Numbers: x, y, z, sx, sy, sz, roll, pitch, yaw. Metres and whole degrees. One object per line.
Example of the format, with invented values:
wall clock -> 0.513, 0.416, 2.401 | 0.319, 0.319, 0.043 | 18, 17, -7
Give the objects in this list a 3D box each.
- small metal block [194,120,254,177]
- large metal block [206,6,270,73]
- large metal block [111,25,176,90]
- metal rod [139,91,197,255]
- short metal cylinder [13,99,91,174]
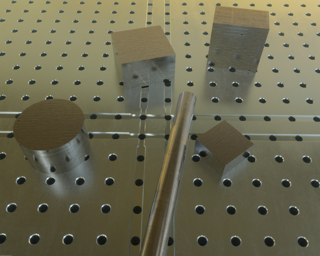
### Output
small metal block -> 0.079, 0.024, 0.388 | 0.050, 0.025, 0.050 | -31, 57, -24
large metal block -> 0.121, -0.140, 0.491 | 0.080, 0.080, 0.050 | 9, 51, 7
large metal block -> -0.027, -0.112, 0.485 | 0.081, 0.050, 0.080 | -13, 51, -11
metal rod -> 0.008, 0.069, 0.349 | 0.025, 0.025, 0.300 | 10, 51, 7
short metal cylinder -> -0.130, 0.010, 0.382 | 0.081, 0.050, 0.080 | 0, 50, 0
